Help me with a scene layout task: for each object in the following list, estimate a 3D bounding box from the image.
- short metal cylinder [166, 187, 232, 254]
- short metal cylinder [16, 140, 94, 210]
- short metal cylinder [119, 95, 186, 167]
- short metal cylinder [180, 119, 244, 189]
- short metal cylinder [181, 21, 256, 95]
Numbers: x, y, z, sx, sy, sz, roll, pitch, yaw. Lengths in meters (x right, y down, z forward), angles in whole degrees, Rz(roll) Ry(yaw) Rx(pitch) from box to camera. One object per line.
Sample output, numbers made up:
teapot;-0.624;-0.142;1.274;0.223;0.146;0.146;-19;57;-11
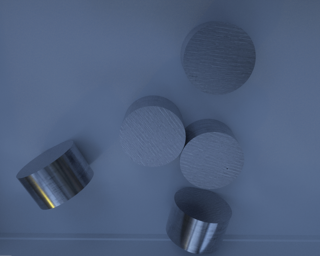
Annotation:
short metal cylinder;0.053;0.126;0.429;0.080;0.080;0.050;12;110;-5
short metal cylinder;-0.135;0.059;0.403;0.080;0.080;0.050;-26;108;9
short metal cylinder;-0.009;0.003;0.399;0.081;0.050;0.079;0;110;0
short metal cylinder;0.065;0.033;0.411;0.081;0.050;0.079;0;110;0
short metal cylinder;0.066;-0.084;0.367;0.081;0.050;0.079;0;110;0
